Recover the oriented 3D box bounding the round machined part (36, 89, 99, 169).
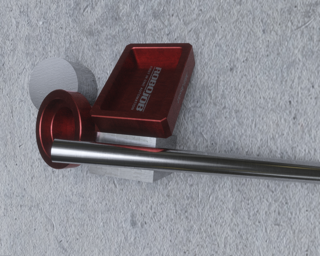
[{"bbox_3d":[-0.112,0.002,0.393,0.098,0.042,0.097,-1,88,39],"label":"round machined part"}]

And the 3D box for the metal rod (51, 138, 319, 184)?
[{"bbox_3d":[0.041,0.037,0.333,0.302,0.025,0.025,5,92,-5],"label":"metal rod"}]

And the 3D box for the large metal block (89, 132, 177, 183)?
[{"bbox_3d":[-0.030,0.032,0.390,0.080,0.080,0.050,5,92,19],"label":"large metal block"}]

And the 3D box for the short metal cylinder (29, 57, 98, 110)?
[{"bbox_3d":[-0.137,-0.057,0.444,0.080,0.050,0.079,0,90,19],"label":"short metal cylinder"}]

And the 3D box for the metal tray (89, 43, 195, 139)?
[{"bbox_3d":[-0.016,-0.051,0.372,0.090,0.030,0.130,5,52,19],"label":"metal tray"}]
